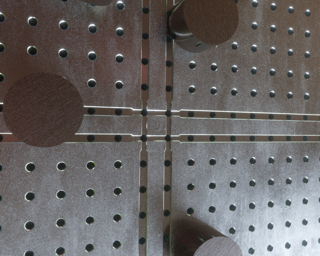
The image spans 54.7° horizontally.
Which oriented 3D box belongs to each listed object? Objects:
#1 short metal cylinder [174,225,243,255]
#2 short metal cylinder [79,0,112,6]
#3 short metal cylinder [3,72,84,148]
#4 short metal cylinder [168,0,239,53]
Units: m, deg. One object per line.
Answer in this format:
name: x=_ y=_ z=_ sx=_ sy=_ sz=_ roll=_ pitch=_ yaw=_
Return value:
short metal cylinder: x=0.066 y=0.180 z=0.424 sx=0.081 sy=0.050 sz=0.079 roll=0 pitch=90 yaw=-20
short metal cylinder: x=-0.083 y=-0.185 z=0.352 sx=0.080 sy=0.080 sz=0.050 roll=22 pitch=83 yaw=-19
short metal cylinder: x=-0.130 y=-0.019 z=0.351 sx=0.081 sy=0.050 sz=0.079 roll=0 pitch=90 yaw=-20
short metal cylinder: x=0.058 y=-0.147 z=0.420 sx=0.081 sy=0.050 sz=0.079 roll=0 pitch=90 yaw=-20
